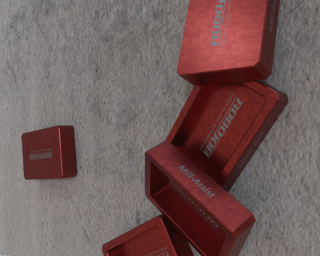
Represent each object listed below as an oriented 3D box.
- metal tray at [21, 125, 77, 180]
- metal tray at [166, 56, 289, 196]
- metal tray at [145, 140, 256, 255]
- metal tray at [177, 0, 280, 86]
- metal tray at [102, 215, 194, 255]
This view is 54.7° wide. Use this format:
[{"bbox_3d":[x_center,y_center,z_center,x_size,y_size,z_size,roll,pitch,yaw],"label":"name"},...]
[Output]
[{"bbox_3d":[-0.206,0.047,0.568,0.130,0.030,0.089,-9,84,39],"label":"metal tray"},{"bbox_3d":[0.066,-0.002,0.345,0.090,0.030,0.129,41,114,32],"label":"metal tray"},{"bbox_3d":[0.035,0.085,0.343,0.130,0.030,0.089,40,146,32],"label":"metal tray"},{"bbox_3d":[0.072,-0.112,0.319,0.090,0.030,0.129,1,75,39],"label":"metal tray"},{"bbox_3d":[-0.016,0.178,0.413,0.130,0.030,0.090,-37,68,33],"label":"metal tray"}]
